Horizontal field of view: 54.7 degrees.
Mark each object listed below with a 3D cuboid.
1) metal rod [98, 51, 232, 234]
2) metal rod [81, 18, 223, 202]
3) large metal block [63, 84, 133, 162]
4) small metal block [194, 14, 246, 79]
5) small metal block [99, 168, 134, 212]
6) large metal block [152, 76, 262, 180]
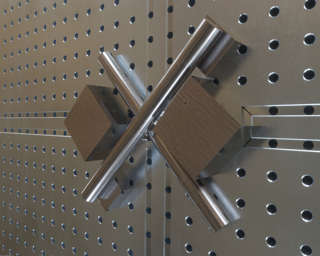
[{"bbox_3d":[-0.007,0.002,0.414,0.025,0.025,0.299,-50,61,28],"label":"metal rod"},{"bbox_3d":[-0.024,-0.005,0.396,0.298,0.025,0.025,-52,60,27],"label":"metal rod"},{"bbox_3d":[-0.092,-0.007,0.469,0.080,0.050,0.080,-51,61,28],"label":"large metal block"},{"bbox_3d":[0.061,-0.093,0.360,0.050,0.025,0.050,-52,60,27],"label":"small metal block"},{"bbox_3d":[-0.073,0.089,0.470,0.050,0.025,0.050,52,120,27],"label":"small metal block"},{"bbox_3d":[0.051,0.000,0.351,0.080,0.050,0.080,51,120,28],"label":"large metal block"}]
